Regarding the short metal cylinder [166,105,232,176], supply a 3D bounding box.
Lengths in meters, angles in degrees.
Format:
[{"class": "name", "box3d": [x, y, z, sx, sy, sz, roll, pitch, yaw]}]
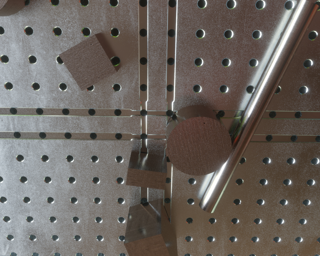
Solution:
[{"class": "short metal cylinder", "box3d": [0.048, 0.015, 0.406, 0.081, 0.050, 0.079, 0, 110, 0]}]

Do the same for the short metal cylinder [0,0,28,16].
[{"class": "short metal cylinder", "box3d": [-0.191, -0.164, 0.338, 0.081, 0.050, 0.079, 0, 110, 0]}]

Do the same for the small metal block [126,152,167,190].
[{"class": "small metal block", "box3d": [-0.017, 0.057, 0.421, 0.050, 0.050, 0.025, 8, 110, -3]}]

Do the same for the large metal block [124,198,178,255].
[{"class": "large metal block", "box3d": [-0.010, 0.162, 0.444, 0.050, 0.080, 0.080, -17, 109, 6]}]

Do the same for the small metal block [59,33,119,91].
[{"class": "small metal block", "box3d": [-0.086, -0.081, 0.382, 0.050, 0.025, 0.050, -27, 108, 9]}]

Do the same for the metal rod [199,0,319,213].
[{"class": "metal rod", "box3d": [0.121, -0.014, 0.408, 0.025, 0.025, 0.298, 19, 109, -7]}]
